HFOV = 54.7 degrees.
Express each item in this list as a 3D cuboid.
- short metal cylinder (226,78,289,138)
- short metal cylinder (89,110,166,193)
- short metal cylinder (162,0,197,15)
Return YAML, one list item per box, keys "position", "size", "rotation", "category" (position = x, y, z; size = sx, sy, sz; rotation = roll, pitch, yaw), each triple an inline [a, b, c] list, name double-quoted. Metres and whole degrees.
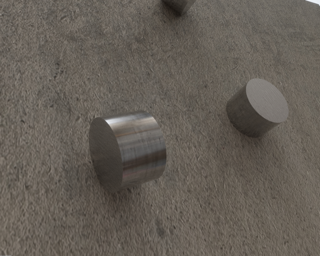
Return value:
- position: [0.153, -0.031, 0.489]
  size: [0.081, 0.050, 0.080]
  rotation: [14, 56, -21]
  category: "short metal cylinder"
- position: [-0.037, 0.024, 0.334]
  size: [0.050, 0.080, 0.080]
  rotation: [-12, 68, -33]
  category: "short metal cylinder"
- position: [0.043, -0.246, 0.542]
  size: [0.050, 0.080, 0.080]
  rotation: [39, 51, -2]
  category: "short metal cylinder"
